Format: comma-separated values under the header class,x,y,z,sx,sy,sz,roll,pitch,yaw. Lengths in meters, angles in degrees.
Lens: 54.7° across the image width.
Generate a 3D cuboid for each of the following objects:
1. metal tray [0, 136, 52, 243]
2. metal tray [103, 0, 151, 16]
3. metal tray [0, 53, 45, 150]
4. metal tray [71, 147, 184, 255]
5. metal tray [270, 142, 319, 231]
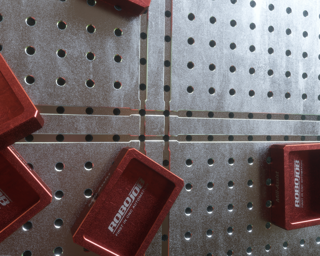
class,x,y,z,sx,sy,sz,roll,pitch,yaw
metal tray,-0.195,0.057,0.337,0.090,0.030,0.130,-40,103,-16
metal tray,-0.043,-0.223,0.394,0.091,0.030,0.129,18,84,-20
metal tray,-0.191,-0.035,0.311,0.090,0.030,0.130,-33,76,-18
metal tray,-0.039,0.101,0.396,0.090,0.030,0.130,35,78,-17
metal tray,0.224,0.089,0.494,0.091,0.030,0.129,-2,91,-21
